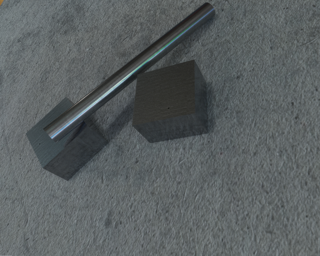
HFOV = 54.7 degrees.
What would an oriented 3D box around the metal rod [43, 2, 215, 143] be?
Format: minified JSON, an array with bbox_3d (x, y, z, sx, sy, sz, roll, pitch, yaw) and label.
[{"bbox_3d":[-0.033,-0.086,0.436,0.301,0.025,0.025,-42,50,-16],"label":"metal rod"}]

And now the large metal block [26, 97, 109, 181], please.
[{"bbox_3d":[-0.135,0.015,0.450,0.080,0.050,0.080,-43,51,-2],"label":"large metal block"}]

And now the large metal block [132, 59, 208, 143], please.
[{"bbox_3d":[0.015,-0.033,0.400,0.080,0.050,0.080,-11,57,22],"label":"large metal block"}]
